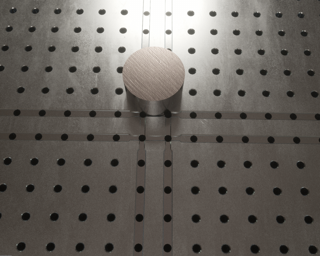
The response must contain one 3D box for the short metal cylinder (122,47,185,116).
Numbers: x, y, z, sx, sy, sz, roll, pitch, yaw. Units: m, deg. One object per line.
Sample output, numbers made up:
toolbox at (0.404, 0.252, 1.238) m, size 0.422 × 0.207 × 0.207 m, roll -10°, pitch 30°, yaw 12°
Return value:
short metal cylinder at (-0.008, -0.063, 0.421) m, size 0.081 × 0.050 × 0.080 m, roll 0°, pitch 70°, yaw -1°
